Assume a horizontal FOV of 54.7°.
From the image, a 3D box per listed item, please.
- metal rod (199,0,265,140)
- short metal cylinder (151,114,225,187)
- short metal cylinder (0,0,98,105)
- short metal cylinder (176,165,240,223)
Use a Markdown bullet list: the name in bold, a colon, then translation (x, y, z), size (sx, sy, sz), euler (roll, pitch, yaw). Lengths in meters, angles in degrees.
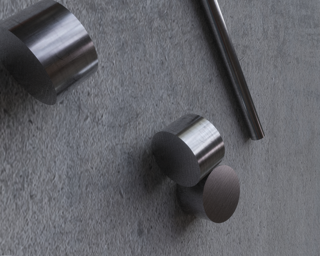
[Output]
- **metal rod**: translation (0.112, -0.111, 0.497), size (0.025, 0.025, 0.299), euler (-40, 114, -33)
- **short metal cylinder**: translation (0.035, 0.028, 0.398), size (0.050, 0.080, 0.080), euler (-34, 111, -35)
- **short metal cylinder**: translation (-0.104, -0.068, 0.282), size (0.050, 0.080, 0.080), euler (-46, 118, -30)
- **short metal cylinder**: translation (0.070, 0.091, 0.447), size (0.081, 0.050, 0.080), euler (0, 90, -40)
